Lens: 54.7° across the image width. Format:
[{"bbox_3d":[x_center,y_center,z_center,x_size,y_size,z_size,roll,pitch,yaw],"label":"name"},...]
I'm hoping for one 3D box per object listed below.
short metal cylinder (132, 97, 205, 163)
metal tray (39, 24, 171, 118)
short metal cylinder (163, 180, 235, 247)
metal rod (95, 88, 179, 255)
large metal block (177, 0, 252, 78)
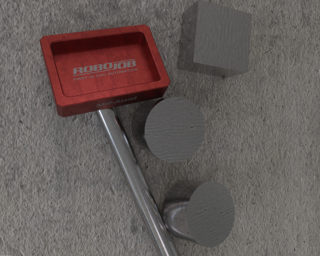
[{"bbox_3d":[0.010,0.000,0.396,0.081,0.050,0.079,-2,95,-22],"label":"short metal cylinder"},{"bbox_3d":[-0.064,-0.070,0.365,0.131,0.030,0.090,-14,73,-20],"label":"metal tray"},{"bbox_3d":[0.051,0.109,0.405,0.081,0.050,0.080,5,81,-34],"label":"short metal cylinder"},{"bbox_3d":[-0.020,0.093,0.401,0.025,0.025,0.299,-25,99,-18],"label":"metal rod"},{"bbox_3d":[0.074,-0.118,0.423,0.081,0.050,0.080,6,88,-20],"label":"large metal block"}]
